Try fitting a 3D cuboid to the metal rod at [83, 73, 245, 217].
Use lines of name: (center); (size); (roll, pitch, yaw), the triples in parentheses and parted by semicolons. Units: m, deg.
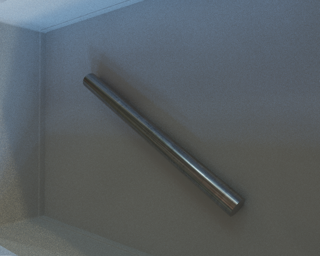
metal rod: (-0.014, 0.005, 0.413); (0.300, 0.025, 0.025); (40, 114, 32)
